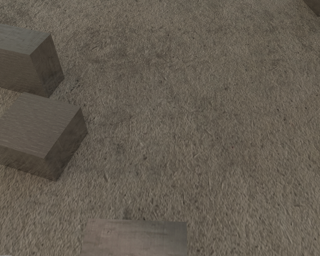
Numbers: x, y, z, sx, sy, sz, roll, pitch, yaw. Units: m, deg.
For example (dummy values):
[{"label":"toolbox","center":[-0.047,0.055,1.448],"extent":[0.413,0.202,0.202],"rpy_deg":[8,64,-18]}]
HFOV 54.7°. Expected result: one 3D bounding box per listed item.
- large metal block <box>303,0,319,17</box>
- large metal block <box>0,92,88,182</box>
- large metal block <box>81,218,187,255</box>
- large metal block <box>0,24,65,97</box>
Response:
[{"label":"large metal block","center":[0.326,-0.275,0.600],"extent":[0.050,0.080,0.080],"rpy_deg":[-7,51,-6]},{"label":"large metal block","center":[-0.147,0.009,0.378],"extent":[0.080,0.050,0.080],"rpy_deg":[15,52,12]},{"label":"large metal block","center":[-0.020,0.120,0.267],"extent":[0.080,0.080,0.050],"rpy_deg":[2,50,1]},{"label":"large metal block","center":[-0.195,-0.095,0.446],"extent":[0.080,0.080,0.050],"rpy_deg":[14,52,11]}]
